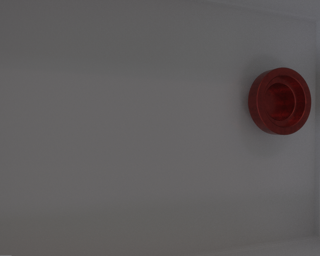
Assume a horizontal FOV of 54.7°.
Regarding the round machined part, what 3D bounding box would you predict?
[{"bbox_3d":[0.173,-0.039,0.465,0.099,0.042,0.097,0,90,-20],"label":"round machined part"}]
